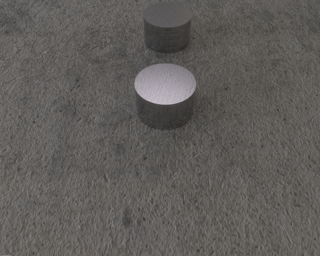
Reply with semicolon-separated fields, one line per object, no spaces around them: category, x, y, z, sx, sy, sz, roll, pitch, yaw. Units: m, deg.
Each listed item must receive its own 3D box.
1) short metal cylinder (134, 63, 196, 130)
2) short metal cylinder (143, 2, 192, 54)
short metal cylinder;0.007;-0.043;0.423;0.080;0.050;0.080;0;50;0
short metal cylinder;0.012;-0.173;0.532;0.080;0.050;0.080;0;50;0
